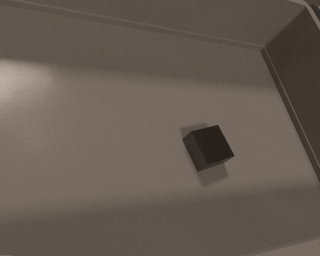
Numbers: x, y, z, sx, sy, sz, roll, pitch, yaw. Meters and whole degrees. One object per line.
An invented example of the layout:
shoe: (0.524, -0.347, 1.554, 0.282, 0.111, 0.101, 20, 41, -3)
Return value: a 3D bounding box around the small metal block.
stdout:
small metal block: (0.067, 0.027, 0.427, 0.050, 0.025, 0.050, -12, 68, -34)
